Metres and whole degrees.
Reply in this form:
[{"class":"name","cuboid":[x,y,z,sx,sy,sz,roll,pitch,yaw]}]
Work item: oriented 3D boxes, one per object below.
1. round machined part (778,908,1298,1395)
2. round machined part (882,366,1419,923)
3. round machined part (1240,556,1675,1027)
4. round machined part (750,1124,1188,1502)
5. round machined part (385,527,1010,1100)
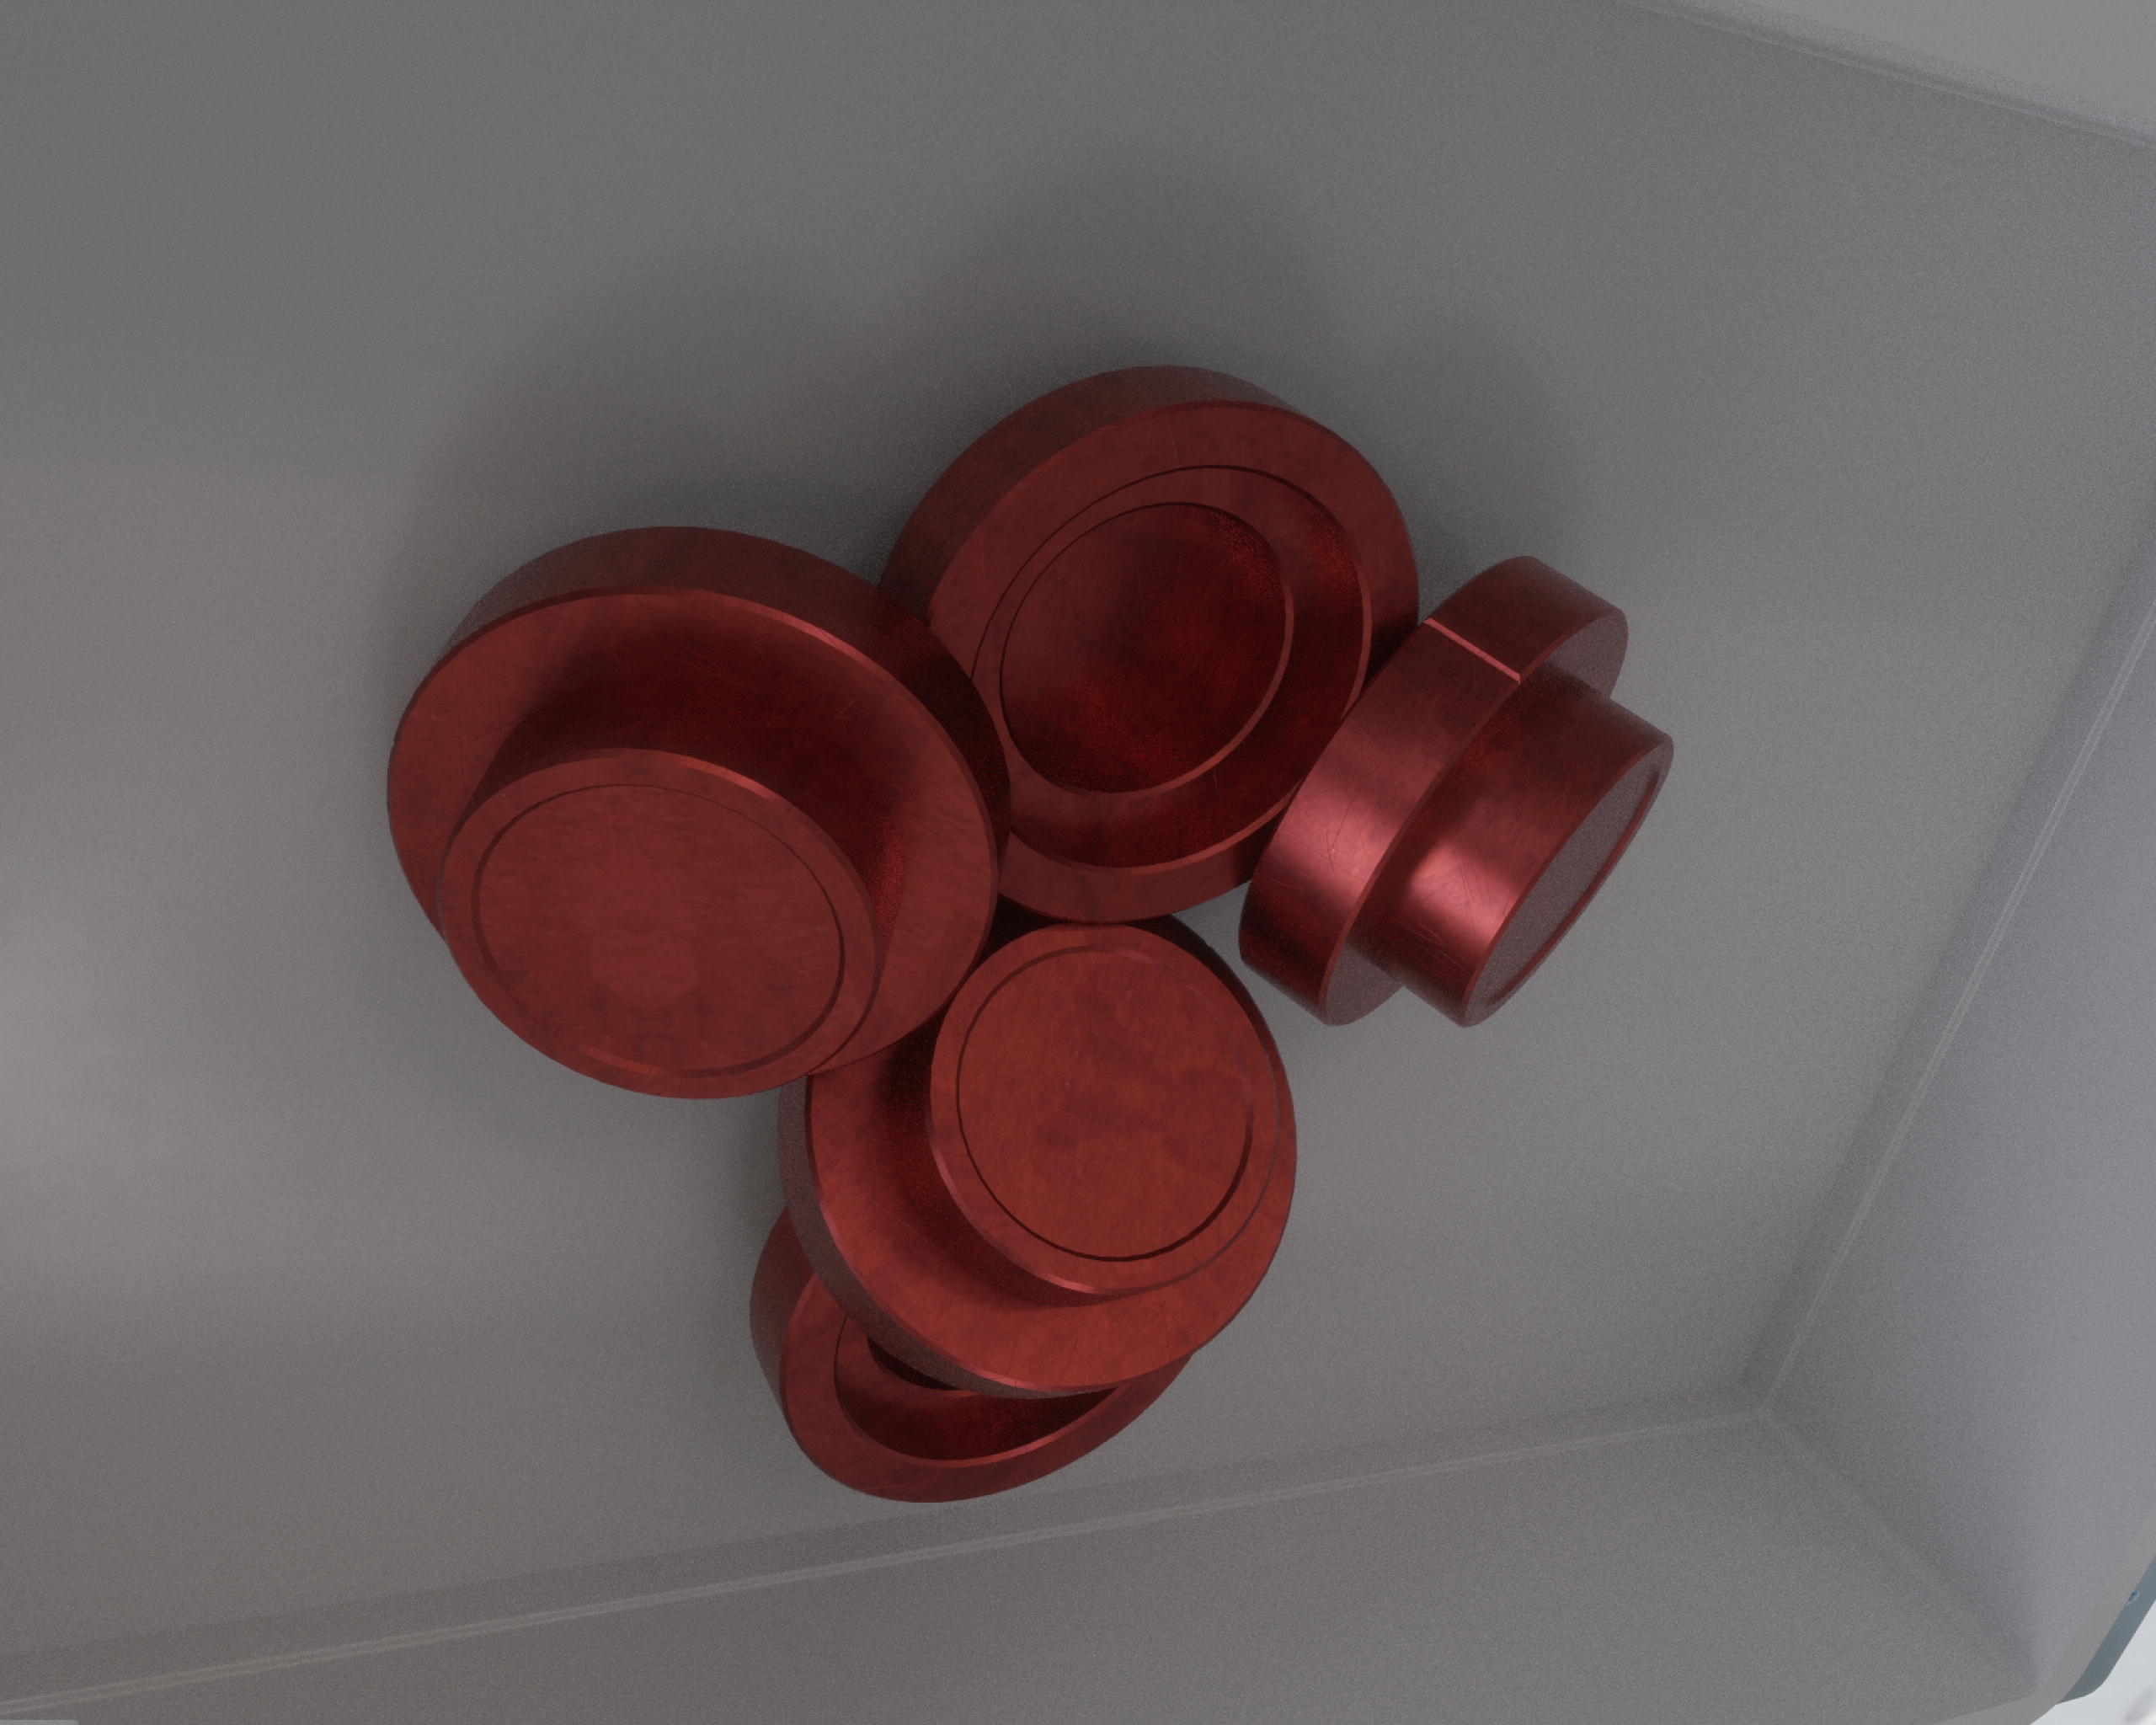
[{"class":"round machined part","cuboid":[-0.002,0.048,0.387,0.099,0.098,0.042,-6,166,-25]},{"class":"round machined part","cuboid":[0.008,-0.041,0.373,0.099,0.042,0.097,-14,124,-21]},{"class":"round machined part","cuboid":[0.078,-0.007,0.405,0.098,0.042,0.098,-44,158,-23]},{"class":"round machined part","cuboid":[-0.021,0.082,0.434,0.099,0.042,0.097,-14,124,-21]},{"class":"round machined part","cuboid":[-0.062,-0.001,0.333,0.099,0.042,0.097,3,126,4]}]
